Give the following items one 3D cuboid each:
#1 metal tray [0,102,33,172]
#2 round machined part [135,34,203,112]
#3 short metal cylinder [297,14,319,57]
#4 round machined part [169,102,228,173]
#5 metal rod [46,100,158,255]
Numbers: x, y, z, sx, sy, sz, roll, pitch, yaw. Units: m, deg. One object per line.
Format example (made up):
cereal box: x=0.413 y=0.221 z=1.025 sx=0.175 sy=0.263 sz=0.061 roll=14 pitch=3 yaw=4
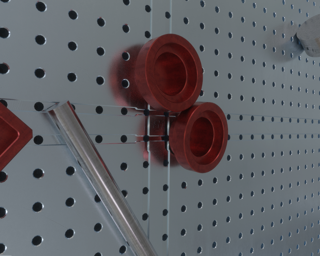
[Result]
metal tray: x=-0.185 y=-0.005 z=0.250 sx=0.130 sy=0.030 sz=0.090 roll=50 pitch=61 yaw=-29
round machined part: x=0.007 y=-0.069 z=0.405 sx=0.099 sy=0.042 sz=0.097 roll=0 pitch=90 yaw=-40
short metal cylinder: x=0.342 y=-0.198 z=0.660 sx=0.050 sy=0.080 sz=0.080 roll=43 pitch=64 yaw=-32
round machined part: x=0.051 y=0.011 z=0.436 sx=0.099 sy=0.042 sz=0.097 roll=-7 pitch=100 yaw=-44
metal rod: x=-0.045 y=0.103 z=0.371 sx=0.025 sy=0.025 sz=0.299 roll=-39 pitch=114 yaw=-33
